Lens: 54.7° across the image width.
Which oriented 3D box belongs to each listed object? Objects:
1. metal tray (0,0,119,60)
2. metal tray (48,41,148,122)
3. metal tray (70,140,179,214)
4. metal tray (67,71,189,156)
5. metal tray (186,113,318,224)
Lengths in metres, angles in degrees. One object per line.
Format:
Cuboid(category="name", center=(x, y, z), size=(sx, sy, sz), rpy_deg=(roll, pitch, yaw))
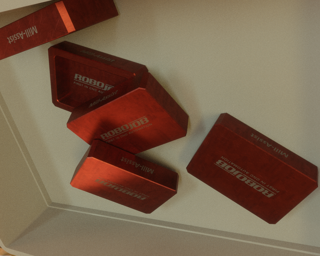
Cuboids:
Cuboid(category="metal tray", center=(-0.125, -0.118, 0.357), size=(0.130, 0.090, 0.030), rpy_deg=(-8, 115, 31))
Cuboid(category="metal tray", center=(-0.084, -0.054, 0.414), size=(0.130, 0.030, 0.089), rpy_deg=(20, 126, 16))
Cuboid(category="metal tray", center=(-0.051, 0.074, 0.441), size=(0.131, 0.030, 0.089), rpy_deg=(25, 137, -16))
Cuboid(category="metal tray", center=(-0.041, -0.008, 0.394), size=(0.130, 0.030, 0.090), rpy_deg=(-22, 130, 31))
Cuboid(category="metal tray", center=(0.109, 0.051, 0.379), size=(0.130, 0.030, 0.089), rpy_deg=(32, 128, 7))
